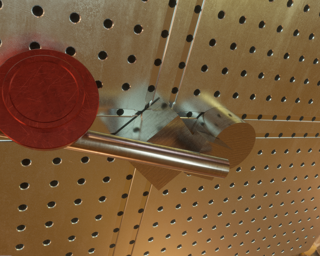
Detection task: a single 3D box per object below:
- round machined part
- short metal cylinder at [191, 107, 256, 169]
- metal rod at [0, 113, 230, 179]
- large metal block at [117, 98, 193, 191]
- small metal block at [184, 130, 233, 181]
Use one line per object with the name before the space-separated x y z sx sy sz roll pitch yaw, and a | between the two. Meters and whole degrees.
round machined part | -0.107 -0.029 0.290 0.099 0.042 0.097 3 79 -17
short metal cylinder | 0.092 0.015 0.457 0.081 0.050 0.079 -14 125 -21
metal rod | -0.065 0.017 0.331 0.302 0.025 0.025 13 113 -16
large metal block | -0.001 0.022 0.407 0.080 0.050 0.080 -40 130 -2
small metal block | 0.057 0.036 0.399 0.050 0.025 0.050 20 108 -36
